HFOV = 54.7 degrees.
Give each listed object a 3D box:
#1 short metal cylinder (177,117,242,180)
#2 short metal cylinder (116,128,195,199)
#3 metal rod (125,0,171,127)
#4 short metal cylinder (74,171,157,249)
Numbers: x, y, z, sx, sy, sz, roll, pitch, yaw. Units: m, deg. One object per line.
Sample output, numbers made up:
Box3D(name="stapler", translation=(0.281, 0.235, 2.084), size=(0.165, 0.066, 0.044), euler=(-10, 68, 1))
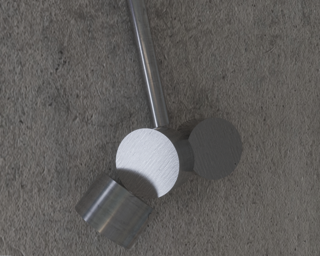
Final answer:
Box3D(name="short metal cylinder", translation=(0.062, 0.026, 0.419), size=(0.081, 0.050, 0.079), euler=(0, 90, -20))
Box3D(name="short metal cylinder", translation=(-0.005, 0.039, 0.372), size=(0.050, 0.080, 0.079), euler=(-3, 94, -65))
Box3D(name="metal rod", translation=(-0.029, -0.149, 0.398), size=(0.025, 0.025, 0.298), euler=(-13, 95, -20))
Box3D(name="short metal cylinder", translation=(-0.051, 0.094, 0.361), size=(0.080, 0.080, 0.050), euler=(40, 78, -16))
